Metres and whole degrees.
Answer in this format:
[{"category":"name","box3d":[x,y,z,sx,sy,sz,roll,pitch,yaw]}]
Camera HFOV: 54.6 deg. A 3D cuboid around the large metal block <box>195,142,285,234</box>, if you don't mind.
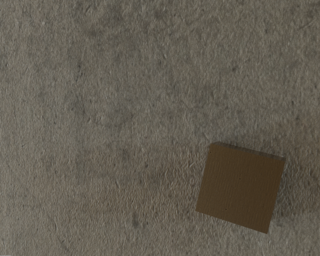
[{"category":"large metal block","box3d":[0.094,0.065,0.363,0.080,0.050,0.080,14,95,19]}]
